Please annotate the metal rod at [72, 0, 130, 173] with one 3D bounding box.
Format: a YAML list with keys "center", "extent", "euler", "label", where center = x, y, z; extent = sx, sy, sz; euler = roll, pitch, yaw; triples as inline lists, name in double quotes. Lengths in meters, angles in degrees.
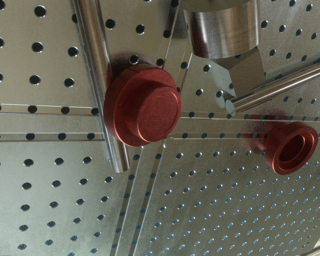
- center: [-0.065, -0.072, 0.330]
  extent: [0.025, 0.025, 0.298]
  euler: [-19, 126, -18]
  label: "metal rod"

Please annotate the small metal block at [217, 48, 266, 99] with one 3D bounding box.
- center: [0.113, -0.077, 0.425]
  extent: [0.050, 0.025, 0.050]
  euler: [-34, 129, -6]
  label: "small metal block"

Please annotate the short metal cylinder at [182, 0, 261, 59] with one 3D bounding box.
- center: [0.068, -0.118, 0.340]
  extent: [0.080, 0.080, 0.050]
  euler: [-26, 128, -13]
  label: "short metal cylinder"

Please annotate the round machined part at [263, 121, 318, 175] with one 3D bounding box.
- center: [0.221, 0.031, 0.540]
  extent: [0.099, 0.042, 0.097]
  euler: [-14, 124, -21]
  label: "round machined part"

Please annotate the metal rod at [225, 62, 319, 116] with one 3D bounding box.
- center: [0.237, -0.085, 0.487]
  extent: [0.302, 0.025, 0.025]
  euler: [-22, 127, -15]
  label: "metal rod"

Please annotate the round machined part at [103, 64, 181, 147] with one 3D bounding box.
- center: [-0.013, -0.022, 0.361]
  extent: [0.099, 0.042, 0.097]
  euler: [-25, 128, -37]
  label: "round machined part"
